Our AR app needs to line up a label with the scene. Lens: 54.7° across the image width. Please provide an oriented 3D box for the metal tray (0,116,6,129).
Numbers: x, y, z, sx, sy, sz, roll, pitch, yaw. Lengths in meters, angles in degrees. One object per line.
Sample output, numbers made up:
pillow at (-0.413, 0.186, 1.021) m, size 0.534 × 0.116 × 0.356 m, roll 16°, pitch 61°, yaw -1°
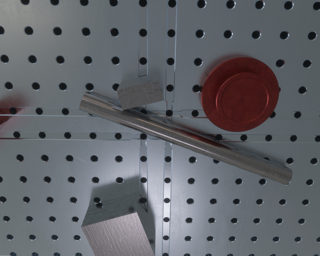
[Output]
metal tray at (-0.262, 0.038, 0.390) m, size 0.030 × 0.090 × 0.130 m, roll 43°, pitch 104°, yaw -14°

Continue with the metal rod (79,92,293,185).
metal rod at (0.040, 0.017, 0.420) m, size 0.302 × 0.025 × 0.025 m, roll 20°, pitch 109°, yaw -8°

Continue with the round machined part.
round machined part at (0.101, -0.040, 0.391) m, size 0.099 × 0.042 × 0.097 m, roll 0°, pitch 110°, yaw 0°

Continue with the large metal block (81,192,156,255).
large metal block at (-0.057, 0.151, 0.455) m, size 0.080 × 0.050 × 0.080 m, roll -16°, pitch 110°, yaw 6°

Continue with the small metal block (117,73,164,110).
small metal block at (-0.023, -0.047, 0.383) m, size 0.050 × 0.050 × 0.025 m, roll -13°, pitch 110°, yaw 4°
